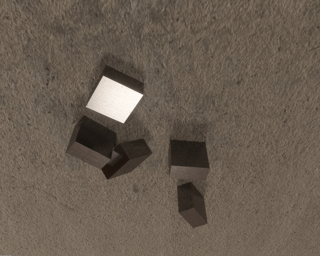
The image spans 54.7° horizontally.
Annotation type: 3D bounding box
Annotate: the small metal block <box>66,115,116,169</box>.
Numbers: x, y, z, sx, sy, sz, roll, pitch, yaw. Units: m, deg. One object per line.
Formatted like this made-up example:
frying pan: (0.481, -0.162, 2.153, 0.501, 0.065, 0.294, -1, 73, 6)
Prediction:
small metal block: (-0.089, 0.018, 0.405, 0.050, 0.050, 0.025, 31, 125, -24)

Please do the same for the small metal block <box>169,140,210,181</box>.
small metal block: (0.039, 0.044, 0.429, 0.050, 0.050, 0.025, 5, 130, -4)

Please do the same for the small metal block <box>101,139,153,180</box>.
small metal block: (-0.047, 0.042, 0.424, 0.050, 0.025, 0.050, -43, 162, 30)

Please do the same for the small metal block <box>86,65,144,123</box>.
small metal block: (-0.054, -0.040, 0.373, 0.050, 0.025, 0.050, 24, 126, -20)

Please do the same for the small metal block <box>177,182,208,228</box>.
small metal block: (0.052, 0.123, 0.497, 0.025, 0.050, 0.050, -24, 126, 19)
